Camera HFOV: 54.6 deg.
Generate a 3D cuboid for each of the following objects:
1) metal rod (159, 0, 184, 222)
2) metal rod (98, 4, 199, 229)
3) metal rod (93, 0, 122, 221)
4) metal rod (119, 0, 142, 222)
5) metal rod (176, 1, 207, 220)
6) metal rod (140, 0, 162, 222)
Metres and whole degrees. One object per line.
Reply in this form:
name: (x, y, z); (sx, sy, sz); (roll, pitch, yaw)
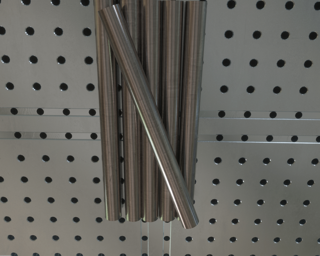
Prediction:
metal rod: (0.013, -0.008, 0.411); (0.025, 0.025, 0.298); (1, 110, 0)
metal rod: (-0.007, 0.001, 0.387); (0.025, 0.025, 0.299); (-18, 109, 6)
metal rod: (-0.067, -0.010, 0.408); (0.025, 0.025, 0.298); (1, 110, 0)
metal rod: (-0.037, -0.008, 0.409); (0.025, 0.025, 0.298); (1, 110, 0)
metal rod: (0.039, -0.007, 0.411); (0.025, 0.025, 0.298); (1, 110, -1)
metal rod: (-0.013, -0.008, 0.409); (0.025, 0.025, 0.298); (1, 110, 0)
